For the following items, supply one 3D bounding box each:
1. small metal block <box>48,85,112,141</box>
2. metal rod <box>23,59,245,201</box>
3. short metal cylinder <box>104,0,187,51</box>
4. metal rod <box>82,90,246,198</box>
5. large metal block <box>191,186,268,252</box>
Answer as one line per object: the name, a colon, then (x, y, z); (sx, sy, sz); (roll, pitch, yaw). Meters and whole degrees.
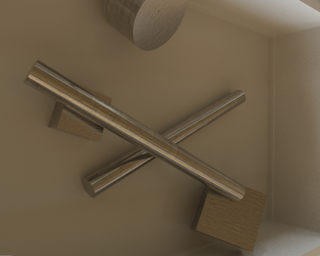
small metal block: (-0.086, -0.017, 0.336); (0.050, 0.025, 0.050); (23, 76, -38)
metal rod: (-0.006, 0.018, 0.354); (0.301, 0.025, 0.025); (32, 70, -28)
short metal cylinder: (-0.016, -0.136, 0.352); (0.080, 0.050, 0.080); (-38, 155, -21)
metal rod: (0.027, 0.007, 0.431); (0.302, 0.025, 0.025); (-29, 109, -36)
large metal block: (0.099, 0.123, 0.450); (0.080, 0.050, 0.080); (21, 73, 3)
